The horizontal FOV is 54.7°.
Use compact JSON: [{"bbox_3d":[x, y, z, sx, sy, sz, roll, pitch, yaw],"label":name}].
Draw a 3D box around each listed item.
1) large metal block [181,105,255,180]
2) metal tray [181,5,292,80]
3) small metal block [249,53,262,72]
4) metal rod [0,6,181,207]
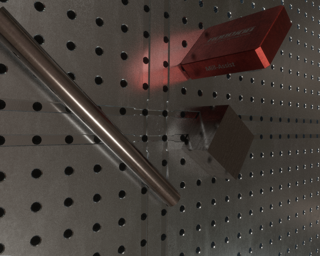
[{"bbox_3d":[0.090,0.022,0.471,0.080,0.050,0.080,44,64,-32],"label":"large metal block"},{"bbox_3d":[0.101,-0.115,0.428,0.030,0.130,0.090,50,61,-29],"label":"metal tray"},{"bbox_3d":[0.154,-0.128,0.541,0.050,0.025,0.050,7,86,-40],"label":"small metal block"},{"bbox_3d":[-0.067,-0.003,0.354,0.300,0.025,0.025,50,61,-29],"label":"metal rod"}]
